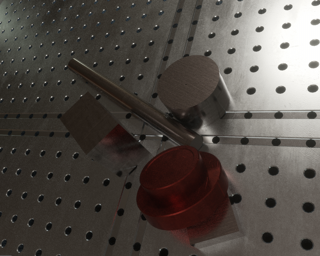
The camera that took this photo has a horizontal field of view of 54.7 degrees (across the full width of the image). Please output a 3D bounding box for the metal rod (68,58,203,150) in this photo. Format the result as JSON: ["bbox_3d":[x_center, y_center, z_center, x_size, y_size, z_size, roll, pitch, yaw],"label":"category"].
[{"bbox_3d":[-0.055,-0.047,0.463,0.300,0.025,0.025,34,81,38],"label":"metal rod"}]

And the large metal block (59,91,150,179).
[{"bbox_3d":[-0.071,0.010,0.402,0.050,0.080,0.080,-45,51,-3],"label":"large metal block"}]

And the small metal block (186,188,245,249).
[{"bbox_3d":[0.054,0.092,0.323,0.050,0.025,0.050,-22,54,14],"label":"small metal block"}]

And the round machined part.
[{"bbox_3d":[0.018,0.055,0.327,0.098,0.042,0.098,-23,24,12],"label":"round machined part"}]

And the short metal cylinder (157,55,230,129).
[{"bbox_3d":[0.043,-0.046,0.397,0.080,0.050,0.080,-13,56,20],"label":"short metal cylinder"}]
